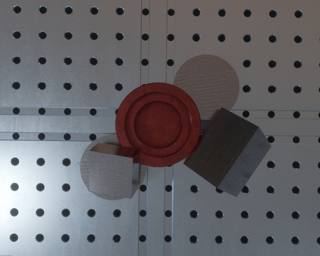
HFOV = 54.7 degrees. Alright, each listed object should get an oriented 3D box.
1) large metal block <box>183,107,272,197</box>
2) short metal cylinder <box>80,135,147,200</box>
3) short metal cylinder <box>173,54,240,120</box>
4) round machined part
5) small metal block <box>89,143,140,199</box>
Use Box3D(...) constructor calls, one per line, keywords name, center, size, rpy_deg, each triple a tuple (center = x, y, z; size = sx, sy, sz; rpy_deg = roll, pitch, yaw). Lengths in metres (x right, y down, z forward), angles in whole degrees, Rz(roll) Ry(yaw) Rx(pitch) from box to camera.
Box3D(name="large metal block", center=(0.086, 0.032, 0.380), size=(0.050, 0.080, 0.080), rpy_deg=(34, 90, 34))
Box3D(name="short metal cylinder", center=(-0.057, 0.048, 0.400), size=(0.081, 0.050, 0.079), rpy_deg=(0, 90, 0))
Box3D(name="short metal cylinder", center=(0.056, -0.050, 0.401), size=(0.081, 0.050, 0.079), rpy_deg=(0, 90, 0))
Box3D(name="round machined part", center=(-0.002, -0.004, 0.375), size=(0.099, 0.042, 0.097), rpy_deg=(0, 90, 0))
Box3D(name="small metal block", center=(-0.051, 0.048, 0.350), size=(0.050, 0.025, 0.050), rpy_deg=(8, 110, 12))
